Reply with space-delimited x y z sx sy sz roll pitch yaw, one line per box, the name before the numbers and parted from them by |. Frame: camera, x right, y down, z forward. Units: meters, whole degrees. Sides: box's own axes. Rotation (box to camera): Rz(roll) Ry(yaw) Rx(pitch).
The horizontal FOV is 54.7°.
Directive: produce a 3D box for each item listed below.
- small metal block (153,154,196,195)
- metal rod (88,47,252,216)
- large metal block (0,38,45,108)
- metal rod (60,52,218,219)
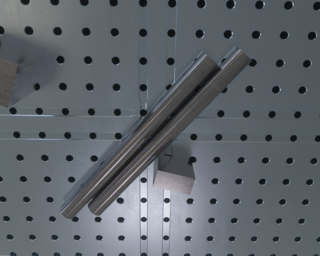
small metal block | 0.018 0.062 0.423 0.050 0.050 0.025 14 110 -5
metal rod | 0.004 0.014 0.418 0.025 0.025 0.299 40 105 -14
large metal block | -0.192 -0.070 0.356 0.080 0.080 0.050 20 109 -7
metal rod | -0.037 0.019 0.420 0.025 0.025 0.299 40 105 -14
